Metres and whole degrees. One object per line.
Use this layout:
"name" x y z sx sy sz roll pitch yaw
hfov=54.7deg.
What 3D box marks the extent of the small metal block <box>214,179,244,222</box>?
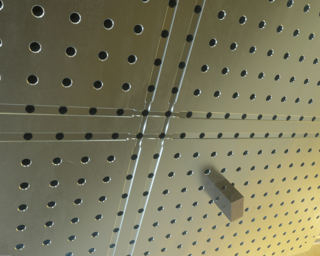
"small metal block" 0.120 0.126 0.542 0.025 0.050 0.050 -21 127 -17
